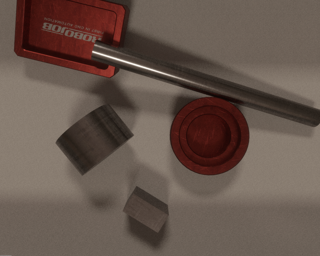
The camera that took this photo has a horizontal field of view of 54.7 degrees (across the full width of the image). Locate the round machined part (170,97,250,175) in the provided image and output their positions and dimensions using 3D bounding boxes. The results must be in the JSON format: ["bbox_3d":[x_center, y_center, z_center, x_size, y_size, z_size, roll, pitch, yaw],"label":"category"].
[{"bbox_3d":[0.062,0.010,0.404,0.099,0.042,0.097,0,90,-1],"label":"round machined part"}]

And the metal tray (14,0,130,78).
[{"bbox_3d":[-0.111,-0.123,0.392,0.131,0.030,0.089,14,111,-1],"label":"metal tray"}]

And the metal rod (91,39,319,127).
[{"bbox_3d":[0.065,-0.053,0.391,0.302,0.025,0.025,16,90,-9],"label":"metal rod"}]

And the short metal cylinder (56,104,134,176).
[{"bbox_3d":[-0.079,0.014,0.383,0.080,0.080,0.050,-38,90,0],"label":"short metal cylinder"}]

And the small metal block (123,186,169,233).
[{"bbox_3d":[-0.017,0.103,0.399,0.050,0.050,0.025,32,90,-1],"label":"small metal block"}]
